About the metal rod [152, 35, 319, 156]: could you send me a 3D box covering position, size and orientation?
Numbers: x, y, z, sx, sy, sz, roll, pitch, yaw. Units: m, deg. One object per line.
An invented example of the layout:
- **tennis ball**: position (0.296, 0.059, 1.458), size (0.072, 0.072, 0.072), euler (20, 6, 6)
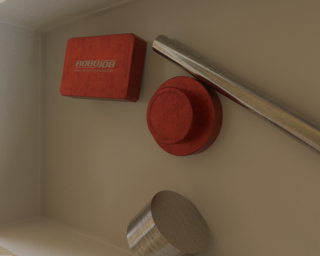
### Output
- **metal rod**: position (0.098, -0.030, 0.324), size (0.300, 0.025, 0.025), euler (39, 114, 32)

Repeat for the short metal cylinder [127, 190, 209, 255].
- **short metal cylinder**: position (0.009, 0.121, 0.362), size (0.050, 0.081, 0.080), euler (-50, 61, 28)

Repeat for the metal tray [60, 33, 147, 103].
- **metal tray**: position (-0.086, -0.087, 0.455), size (0.130, 0.030, 0.089), euler (6, 88, 32)

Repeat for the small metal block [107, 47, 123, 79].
- **small metal block**: position (-0.079, -0.086, 0.469), size (0.050, 0.025, 0.050), euler (-32, 70, 35)

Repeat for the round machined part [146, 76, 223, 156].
- **round machined part**: position (0.022, -0.015, 0.376), size (0.098, 0.042, 0.097), euler (0, 90, 39)
